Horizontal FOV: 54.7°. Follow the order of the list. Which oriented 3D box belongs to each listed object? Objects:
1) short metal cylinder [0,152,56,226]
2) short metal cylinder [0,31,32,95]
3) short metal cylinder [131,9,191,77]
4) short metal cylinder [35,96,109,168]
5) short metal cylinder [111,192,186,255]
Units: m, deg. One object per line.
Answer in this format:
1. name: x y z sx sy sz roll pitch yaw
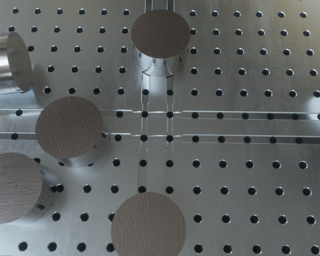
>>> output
1. short metal cylinder: -0.172 0.074 0.370 0.081 0.050 0.080 0 70 0
2. short metal cylinder: -0.211 -0.085 0.412 0.050 0.080 0.080 -7 70 -3
3. short metal cylinder: 0.001 -0.120 0.442 0.081 0.050 0.080 0 70 0
4. short metal cylinder: -0.109 0.006 0.395 0.081 0.050 0.080 0 70 0
5. short metal cylinder: -0.012 0.117 0.355 0.081 0.050 0.080 0 70 0
